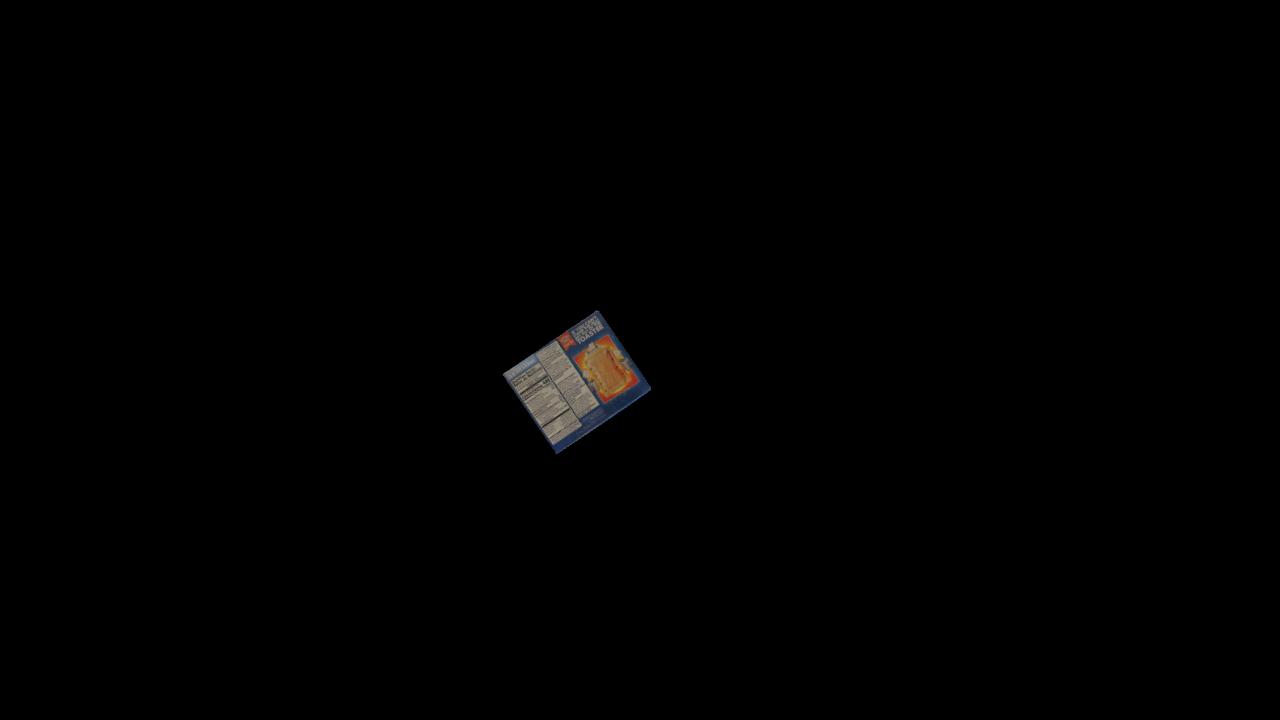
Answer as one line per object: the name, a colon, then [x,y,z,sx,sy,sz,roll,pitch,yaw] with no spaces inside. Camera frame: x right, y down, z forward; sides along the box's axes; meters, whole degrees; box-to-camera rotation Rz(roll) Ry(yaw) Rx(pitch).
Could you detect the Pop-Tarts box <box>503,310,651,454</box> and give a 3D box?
Pop-Tarts box: [-0.090,0.033,0.916,0.167,0.141,0.083,-35,-2,-3]
